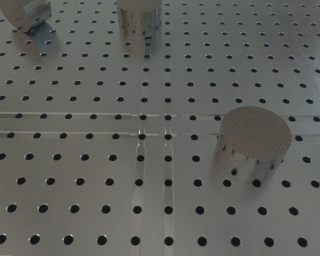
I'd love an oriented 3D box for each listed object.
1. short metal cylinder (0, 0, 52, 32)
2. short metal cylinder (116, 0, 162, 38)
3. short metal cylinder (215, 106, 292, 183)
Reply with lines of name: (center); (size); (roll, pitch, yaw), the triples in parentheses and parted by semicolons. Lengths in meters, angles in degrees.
short metal cylinder: (-0.243, -0.220, 0.554); (0.080, 0.080, 0.050); (28, 55, 21)
short metal cylinder: (-0.037, -0.209, 0.567); (0.081, 0.050, 0.080); (0, 50, 0)
short metal cylinder: (0.111, 0.019, 0.377); (0.081, 0.050, 0.080); (0, 50, 0)
